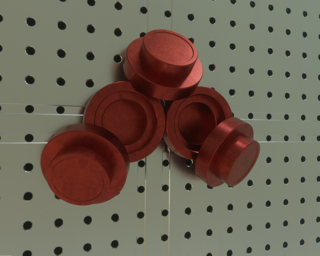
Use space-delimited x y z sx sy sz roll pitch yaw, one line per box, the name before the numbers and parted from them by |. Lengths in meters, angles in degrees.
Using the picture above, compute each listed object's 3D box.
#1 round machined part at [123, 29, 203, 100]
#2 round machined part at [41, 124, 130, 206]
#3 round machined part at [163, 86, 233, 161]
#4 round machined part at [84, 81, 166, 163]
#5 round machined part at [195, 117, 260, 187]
round machined part | 0.007 -0.083 0.380 0.099 0.042 0.098 11 49 -12
round machined part | -0.086 0.048 0.348 0.099 0.042 0.097 2 115 4
round machined part | 0.046 -0.006 0.422 0.099 0.042 0.097 0 90 -21
round machined part | -0.046 -0.007 0.386 0.099 0.042 0.097 0 90 -21
round machined part | 0.095 0.038 0.412 0.099 0.042 0.097 -29 136 -32
